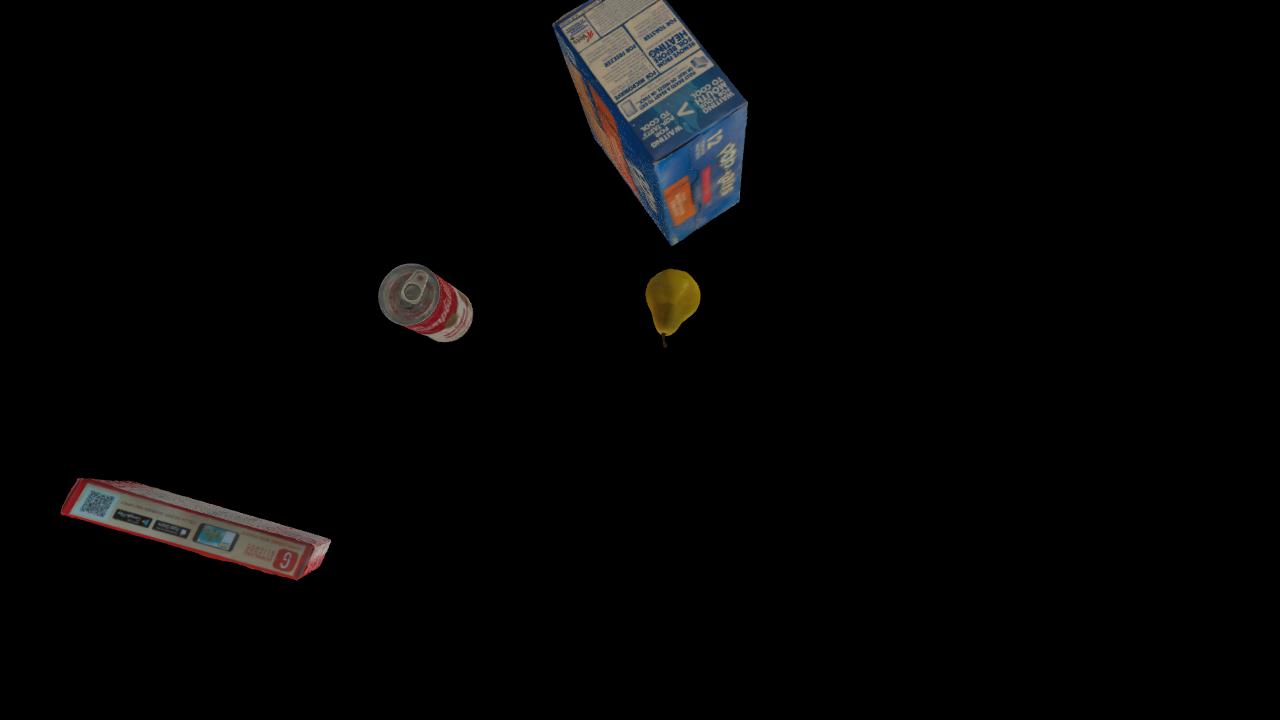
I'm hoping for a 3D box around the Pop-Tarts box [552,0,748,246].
[{"bbox_3d":[0.014,-0.197,0.516,0.083,0.141,0.167,-34,-12,1],"label":"Pop-Tarts box"}]

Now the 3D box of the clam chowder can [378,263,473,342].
[{"bbox_3d":[-0.236,-0.061,0.691,0.068,0.068,0.102,0,-9,5],"label":"clam chowder can"}]

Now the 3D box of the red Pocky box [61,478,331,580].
[{"bbox_3d":[-0.316,0.125,0.454,0.155,0.028,0.083,22,-17,-12],"label":"red Pocky box"}]

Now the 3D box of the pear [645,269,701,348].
[{"bbox_3d":[0.038,-0.072,0.861,0.080,0.111,0.080,19,-29,11],"label":"pear"}]
